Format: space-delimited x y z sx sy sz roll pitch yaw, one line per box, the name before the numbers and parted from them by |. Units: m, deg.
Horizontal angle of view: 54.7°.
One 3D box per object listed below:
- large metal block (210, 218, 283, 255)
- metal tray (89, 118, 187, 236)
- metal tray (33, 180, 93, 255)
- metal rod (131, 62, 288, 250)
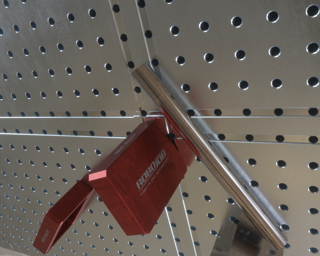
large metal block | 0.118 0.189 0.430 0.080 0.080 0.050 40 129 1
metal tray | -0.020 0.056 0.388 0.030 0.131 0.090 -19 108 35
metal tray | -0.177 0.163 0.563 0.030 0.090 0.129 37 129 4
metal rod | 0.068 0.041 0.400 0.025 0.025 0.300 -33 100 38
